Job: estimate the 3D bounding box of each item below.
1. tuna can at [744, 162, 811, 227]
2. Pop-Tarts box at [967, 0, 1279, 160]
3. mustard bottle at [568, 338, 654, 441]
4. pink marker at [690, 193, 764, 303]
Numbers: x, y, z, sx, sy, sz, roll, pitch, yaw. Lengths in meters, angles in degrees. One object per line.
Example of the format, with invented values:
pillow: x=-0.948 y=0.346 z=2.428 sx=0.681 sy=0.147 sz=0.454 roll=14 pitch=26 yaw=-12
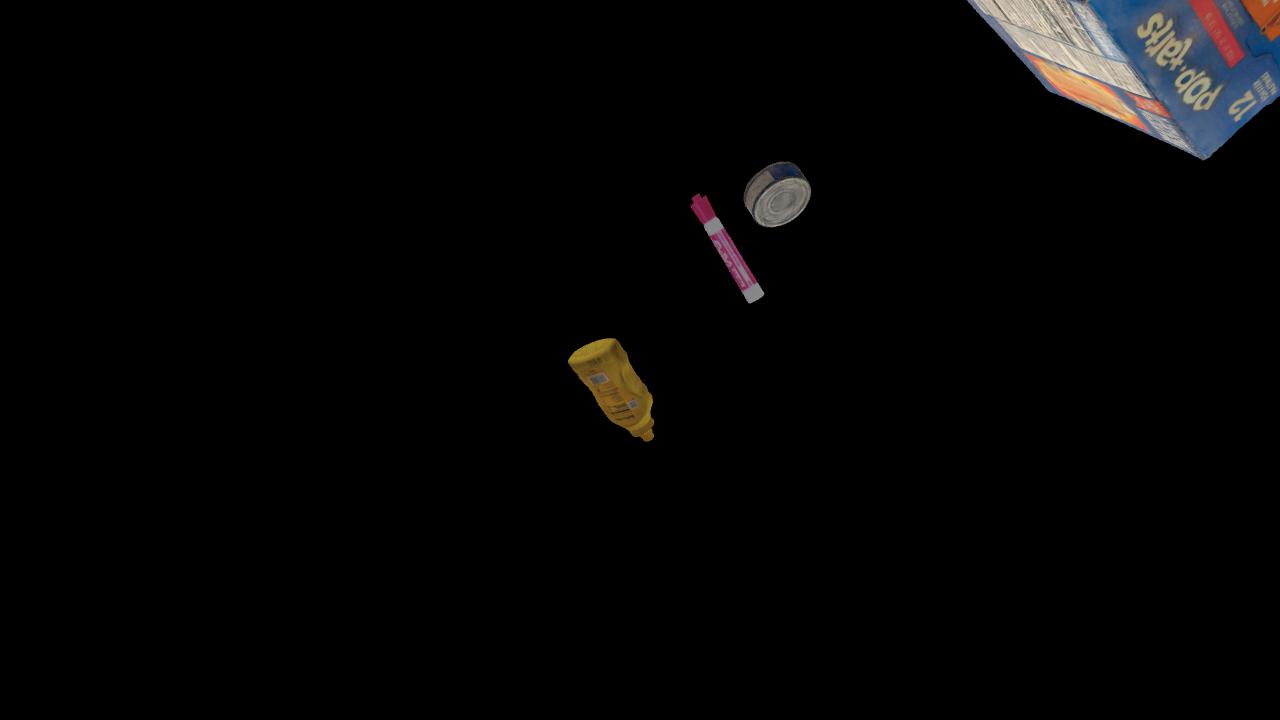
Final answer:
tuna can: x=0.183 y=-0.217 z=0.815 sx=0.084 sy=0.034 sz=0.084 roll=-14 pitch=-35 yaw=-10
Pop-Tarts box: x=0.291 y=-0.220 z=0.374 sx=0.167 sy=0.083 sz=0.141 roll=21 pitch=32 yaw=-29
mustard bottle: x=-0.029 y=0.055 z=0.955 sx=0.092 sy=0.184 sz=0.054 roll=-19 pitch=26 yaw=30
pink marker: x=0.087 y=-0.112 z=0.618 sx=0.020 sy=0.121 sz=0.020 roll=-32 pitch=8 yaw=5
